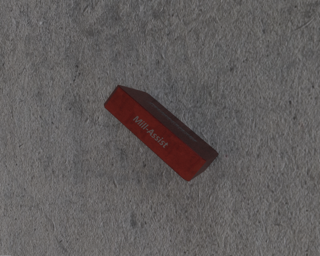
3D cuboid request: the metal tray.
[{"bbox_3d":[0.005,0.003,0.373,0.130,0.090,0.030,41,103,15],"label":"metal tray"}]
